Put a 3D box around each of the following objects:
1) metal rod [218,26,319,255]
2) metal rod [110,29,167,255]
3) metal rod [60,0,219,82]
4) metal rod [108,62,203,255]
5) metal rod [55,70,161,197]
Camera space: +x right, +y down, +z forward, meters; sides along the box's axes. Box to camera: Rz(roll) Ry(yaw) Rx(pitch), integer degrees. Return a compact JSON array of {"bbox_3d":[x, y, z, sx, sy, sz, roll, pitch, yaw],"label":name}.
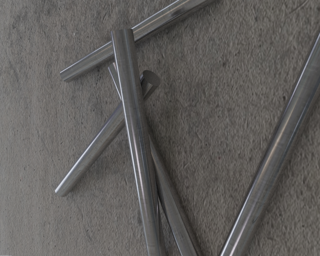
[{"bbox_3d":[0.113,0.038,0.311,0.025,0.025,0.298,30,108,36],"label":"metal rod"},{"bbox_3d":[-0.022,0.036,0.375,0.025,0.025,0.298,3,107,40],"label":"metal rod"},{"bbox_3d":[-0.050,-0.124,0.446,0.299,0.025,0.025,-17,80,38],"label":"metal rod"},{"bbox_3d":[-0.010,0.040,0.412,0.025,0.025,0.299,-35,68,34],"label":"metal rod"},{"bbox_3d":[-0.092,0.026,0.458,0.298,0.025,0.025,-46,62,38],"label":"metal rod"}]
